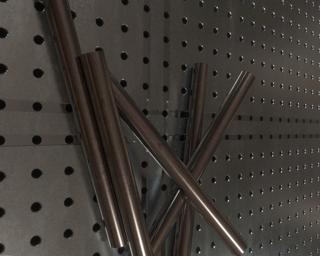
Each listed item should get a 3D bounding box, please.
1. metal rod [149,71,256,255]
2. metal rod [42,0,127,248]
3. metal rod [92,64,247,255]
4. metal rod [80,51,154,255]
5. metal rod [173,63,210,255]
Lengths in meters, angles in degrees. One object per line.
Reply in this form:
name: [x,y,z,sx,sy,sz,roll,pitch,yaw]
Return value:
metal rod: [0.053,0.048,0.424,0.025,0.025,0.300,40,75,-33]
metal rod: [-0.080,-0.007,0.343,0.025,0.025,0.298,-21,104,-38]
metal rod: [0.015,0.046,0.382,0.300,0.025,0.025,52,59,-13]
metal rod: [-0.039,0.066,0.348,0.025,0.025,0.298,-21,103,-38]
metal rod: [0.045,0.054,0.449,0.025,0.025,0.298,11,83,-40]
